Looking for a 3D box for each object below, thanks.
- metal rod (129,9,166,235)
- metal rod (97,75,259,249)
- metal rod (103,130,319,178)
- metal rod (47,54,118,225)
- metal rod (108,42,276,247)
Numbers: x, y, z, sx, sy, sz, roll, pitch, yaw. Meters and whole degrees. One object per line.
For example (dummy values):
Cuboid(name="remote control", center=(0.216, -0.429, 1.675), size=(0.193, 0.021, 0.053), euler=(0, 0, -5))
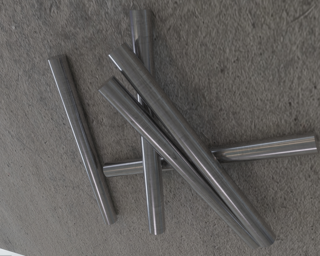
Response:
Cuboid(name="metal rod", center=(-0.013, 0.009, 0.394), size=(0.025, 0.025, 0.298), euler=(7, 114, 25))
Cuboid(name="metal rod", center=(0.037, 0.055, 0.387), size=(0.025, 0.025, 0.300), euler=(-28, 114, 37))
Cuboid(name="metal rod", center=(0.043, 0.040, 0.409), size=(0.300, 0.025, 0.025), euler=(-12, 113, 33))
Cuboid(name="metal rod", center=(-0.115, 0.034, 0.488), size=(0.025, 0.025, 0.298), euler=(3, 120, 27))
Cuboid(name="metal rod", center=(0.046, 0.029, 0.365), size=(0.025, 0.025, 0.300), euler=(-29, 106, 37))
